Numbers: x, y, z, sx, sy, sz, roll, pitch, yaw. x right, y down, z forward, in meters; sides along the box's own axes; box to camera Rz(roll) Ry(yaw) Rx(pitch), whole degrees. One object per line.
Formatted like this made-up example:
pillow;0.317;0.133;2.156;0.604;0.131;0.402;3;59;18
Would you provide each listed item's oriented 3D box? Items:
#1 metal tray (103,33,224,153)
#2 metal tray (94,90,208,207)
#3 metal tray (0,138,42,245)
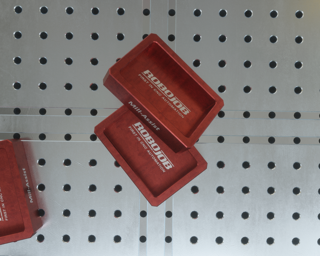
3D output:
metal tray;0.007;-0.044;0.384;0.130;0.030;0.090;44;60;-5
metal tray;-0.012;0.025;0.410;0.090;0.030;0.130;-38;90;0
metal tray;-0.219;0.086;0.409;0.090;0.030;0.129;-13;90;0
